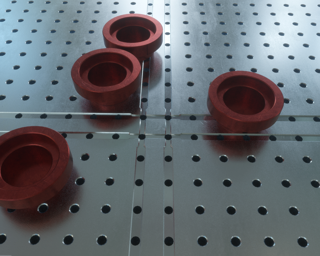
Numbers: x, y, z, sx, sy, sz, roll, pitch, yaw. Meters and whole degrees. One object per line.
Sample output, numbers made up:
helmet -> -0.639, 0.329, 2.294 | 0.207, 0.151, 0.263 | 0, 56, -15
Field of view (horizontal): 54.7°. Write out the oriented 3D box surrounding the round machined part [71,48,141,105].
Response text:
round machined part -> -0.077, -0.071, 0.456 | 0.099, 0.042, 0.098 | 0, 50, 0

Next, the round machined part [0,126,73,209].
round machined part -> -0.149, 0.048, 0.355 | 0.099, 0.042, 0.098 | 0, 50, 0

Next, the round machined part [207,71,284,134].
round machined part -> 0.113, -0.031, 0.424 | 0.099, 0.042, 0.098 | 0, 50, 0

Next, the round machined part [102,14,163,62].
round machined part -> -0.044, -0.148, 0.520 | 0.099, 0.042, 0.098 | 0, 50, 0
